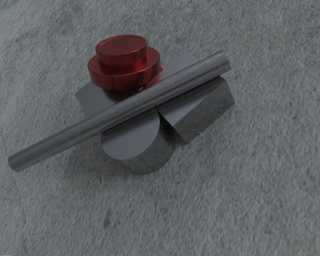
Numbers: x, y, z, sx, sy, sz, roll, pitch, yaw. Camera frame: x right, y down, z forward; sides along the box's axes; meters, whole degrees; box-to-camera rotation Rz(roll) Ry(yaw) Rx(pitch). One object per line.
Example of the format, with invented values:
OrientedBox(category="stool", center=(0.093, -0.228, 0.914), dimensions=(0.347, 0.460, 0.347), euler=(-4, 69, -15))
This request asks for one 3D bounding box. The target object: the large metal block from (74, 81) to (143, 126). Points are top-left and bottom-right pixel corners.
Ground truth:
OrientedBox(category="large metal block", center=(-0.063, -0.039, 0.443), dimensions=(0.080, 0.050, 0.080), euler=(-41, 51, 0))

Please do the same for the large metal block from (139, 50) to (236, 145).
OrientedBox(category="large metal block", center=(0.034, -0.040, 0.395), dimensions=(0.080, 0.050, 0.080), euler=(-41, 51, 0))

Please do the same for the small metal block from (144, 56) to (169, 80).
OrientedBox(category="small metal block", center=(-0.001, -0.068, 0.445), dimensions=(0.050, 0.025, 0.050), euler=(-40, 51, 0))

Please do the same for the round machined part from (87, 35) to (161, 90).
OrientedBox(category="round machined part", center=(-0.049, -0.094, 0.420), dimensions=(0.099, 0.042, 0.098), euler=(-4, 37, 3))

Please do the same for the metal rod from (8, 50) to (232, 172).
OrientedBox(category="metal rod", center=(-0.058, -0.015, 0.379), dimensions=(0.301, 0.025, 0.025), euler=(-25, 53, 12))

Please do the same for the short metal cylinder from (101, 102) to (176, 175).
OrientedBox(category="short metal cylinder", center=(-0.027, 0.013, 0.393), dimensions=(0.080, 0.050, 0.080), euler=(-13, 56, 20))
